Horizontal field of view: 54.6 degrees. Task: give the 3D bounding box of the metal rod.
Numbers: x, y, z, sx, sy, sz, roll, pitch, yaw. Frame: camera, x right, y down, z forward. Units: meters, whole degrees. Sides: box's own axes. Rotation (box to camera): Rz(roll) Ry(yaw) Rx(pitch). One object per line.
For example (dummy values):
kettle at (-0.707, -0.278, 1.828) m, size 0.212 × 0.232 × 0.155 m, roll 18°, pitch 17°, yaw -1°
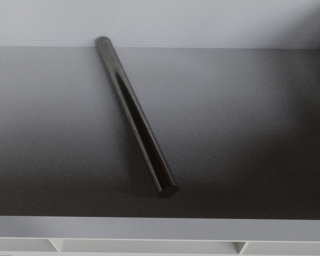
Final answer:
metal rod at (-0.043, -0.036, 0.435) m, size 0.025 × 0.025 × 0.300 m, roll -16°, pitch 52°, yaw -13°
